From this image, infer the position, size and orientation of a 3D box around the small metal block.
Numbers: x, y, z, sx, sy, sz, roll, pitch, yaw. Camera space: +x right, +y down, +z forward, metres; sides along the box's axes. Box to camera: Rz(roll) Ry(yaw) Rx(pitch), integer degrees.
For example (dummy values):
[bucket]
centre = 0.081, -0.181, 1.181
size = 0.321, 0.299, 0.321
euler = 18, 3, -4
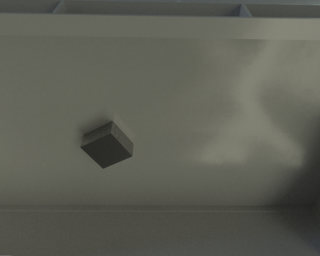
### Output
[small metal block]
centre = -0.072, 0.024, 0.429
size = 0.050, 0.025, 0.050
euler = -24, 127, 19
